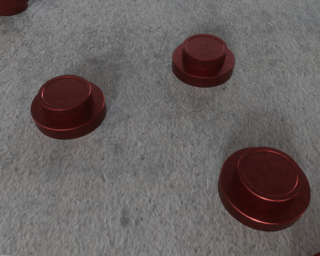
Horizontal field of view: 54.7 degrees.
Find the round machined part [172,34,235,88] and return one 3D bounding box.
[{"bbox_3d":[0.069,-0.112,0.487,0.099,0.042,0.098,0,50,0],"label":"round machined part"}]

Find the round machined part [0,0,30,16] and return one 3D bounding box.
[{"bbox_3d":[-0.298,-0.254,0.601,0.099,0.042,0.098,0,50,0],"label":"round machined part"}]

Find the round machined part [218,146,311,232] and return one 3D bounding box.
[{"bbox_3d":[0.117,0.059,0.344,0.099,0.042,0.098,0,50,0],"label":"round machined part"}]

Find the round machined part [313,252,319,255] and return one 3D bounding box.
[{"bbox_3d":[0.169,0.153,0.266,0.099,0.042,0.098,0,50,0],"label":"round machined part"}]

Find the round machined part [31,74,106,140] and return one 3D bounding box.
[{"bbox_3d":[-0.125,-0.035,0.420,0.099,0.042,0.098,0,50,0],"label":"round machined part"}]
